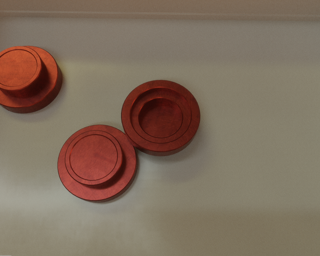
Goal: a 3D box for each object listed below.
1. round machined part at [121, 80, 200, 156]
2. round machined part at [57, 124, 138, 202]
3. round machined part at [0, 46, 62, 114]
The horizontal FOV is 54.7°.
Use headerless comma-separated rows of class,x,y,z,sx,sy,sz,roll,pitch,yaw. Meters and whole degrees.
round machined part,0.001,-0.010,0.403,0.099,0.042,0.098,0,69,-1
round machined part,-0.078,0.041,0.385,0.099,0.042,0.098,0,70,0
round machined part,-0.190,-0.072,0.426,0.099,0.042,0.098,0,70,0
